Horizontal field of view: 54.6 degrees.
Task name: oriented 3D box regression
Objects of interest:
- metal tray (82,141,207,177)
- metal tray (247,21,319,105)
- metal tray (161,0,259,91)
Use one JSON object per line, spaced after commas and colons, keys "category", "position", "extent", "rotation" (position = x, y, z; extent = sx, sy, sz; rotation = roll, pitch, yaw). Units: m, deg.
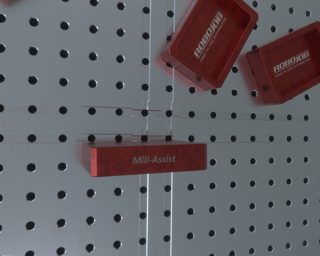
{"category": "metal tray", "position": [-0.021, 0.033, 0.370], "extent": [0.131, 0.090, 0.030], "rotation": [-1, 91, -20]}
{"category": "metal tray", "position": [0.209, -0.102, 0.486], "extent": [0.131, 0.030, 0.090], "rotation": [-27, 99, -18]}
{"category": "metal tray", "position": [0.072, -0.130, 0.435], "extent": [0.090, 0.030, 0.130], "rotation": [33, 79, -17]}
